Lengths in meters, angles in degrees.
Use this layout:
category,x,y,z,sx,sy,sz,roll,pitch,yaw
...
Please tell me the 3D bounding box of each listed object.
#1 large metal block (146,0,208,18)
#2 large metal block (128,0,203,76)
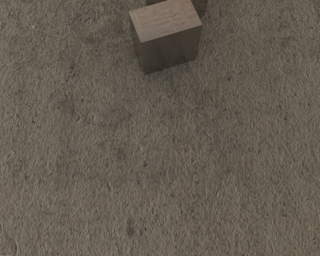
category,x,y,z,sx,sy,sz,roll,pitch,yaw
large metal block,0.025,-0.202,0.453,0.080,0.080,0.050,43,76,14
large metal block,0.007,-0.124,0.424,0.080,0.080,0.050,-19,71,-7
